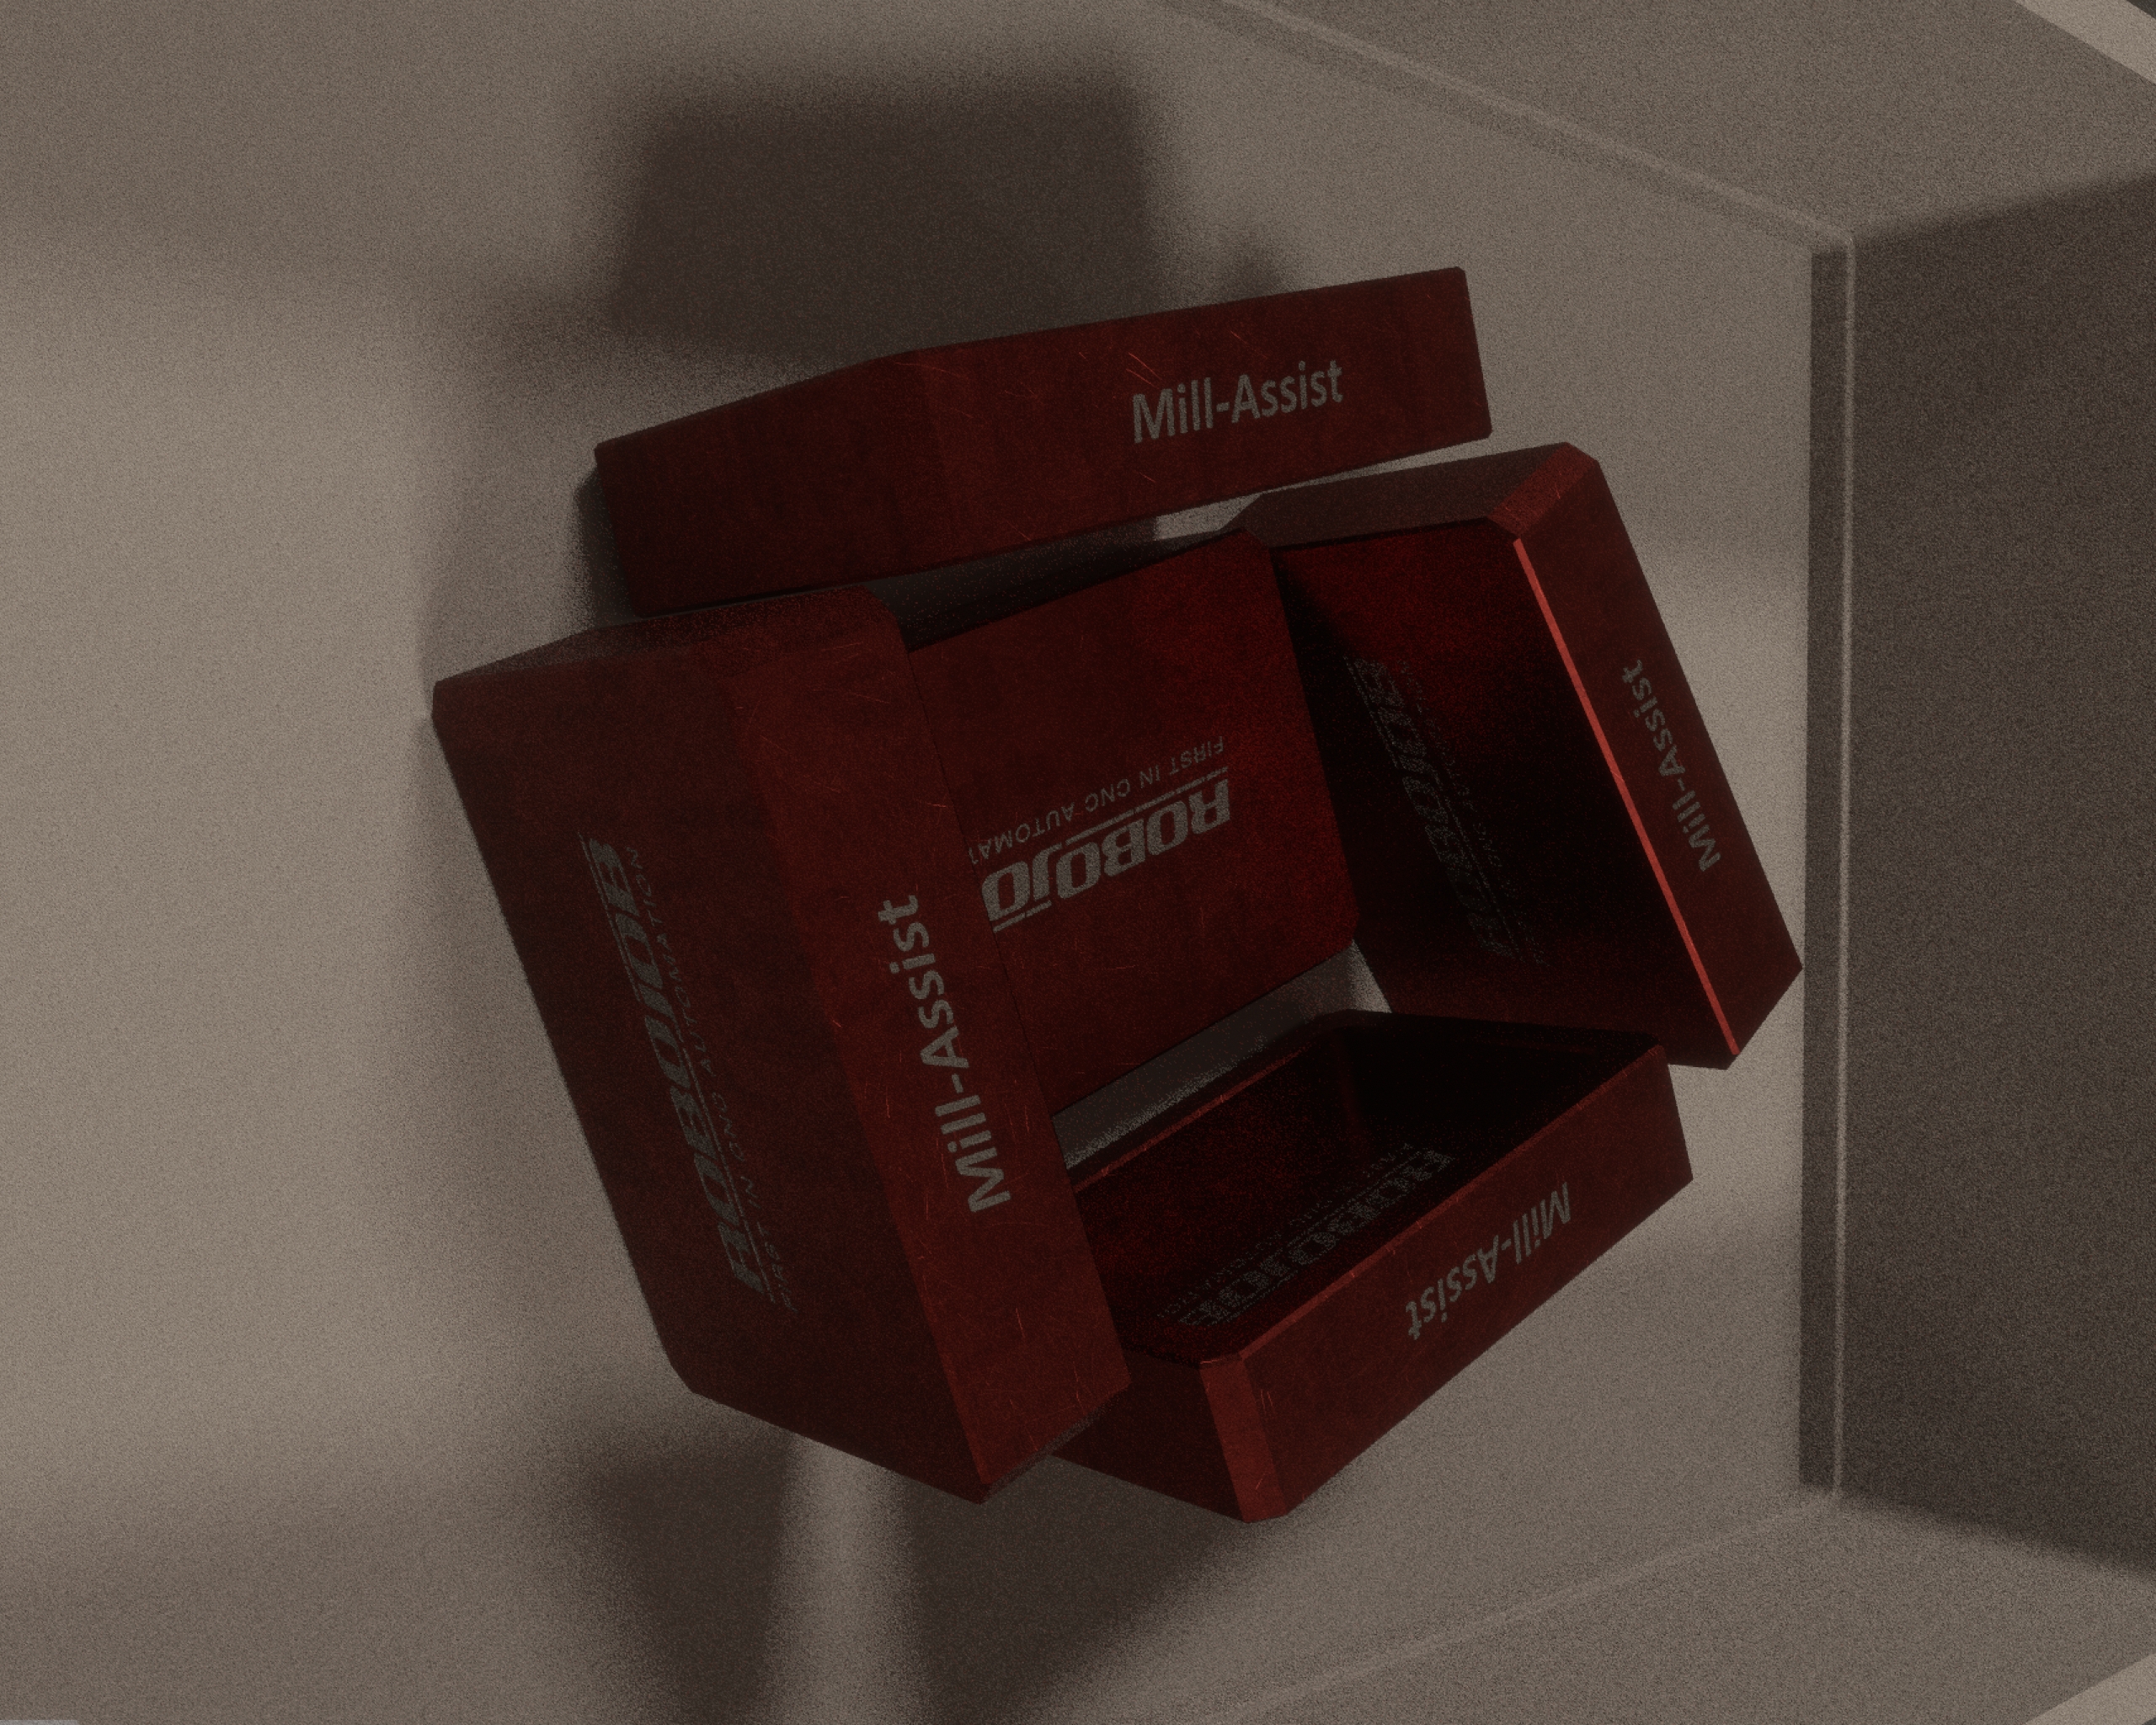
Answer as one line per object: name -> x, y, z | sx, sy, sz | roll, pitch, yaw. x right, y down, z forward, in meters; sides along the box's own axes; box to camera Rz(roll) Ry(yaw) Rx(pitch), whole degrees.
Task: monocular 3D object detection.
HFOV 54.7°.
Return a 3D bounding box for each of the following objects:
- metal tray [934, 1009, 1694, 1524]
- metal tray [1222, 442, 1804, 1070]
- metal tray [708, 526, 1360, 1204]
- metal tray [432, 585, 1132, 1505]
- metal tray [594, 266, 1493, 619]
metal tray -> 0.044, 0.070, 0.401 | 0.131, 0.090, 0.030 | -26, 107, -37
metal tray -> 0.086, -0.019, 0.437 | 0.030, 0.090, 0.130 | -44, 117, -31
metal tray -> -0.008, -0.004, 0.395 | 0.131, 0.030, 0.089 | -25, 106, -37
metal tray -> -0.048, 0.027, 0.323 | 0.030, 0.090, 0.129 | -27, 107, -37
metal tray -> -0.004, -0.073, 0.360 | 0.131, 0.090, 0.030 | -20, 103, -38
